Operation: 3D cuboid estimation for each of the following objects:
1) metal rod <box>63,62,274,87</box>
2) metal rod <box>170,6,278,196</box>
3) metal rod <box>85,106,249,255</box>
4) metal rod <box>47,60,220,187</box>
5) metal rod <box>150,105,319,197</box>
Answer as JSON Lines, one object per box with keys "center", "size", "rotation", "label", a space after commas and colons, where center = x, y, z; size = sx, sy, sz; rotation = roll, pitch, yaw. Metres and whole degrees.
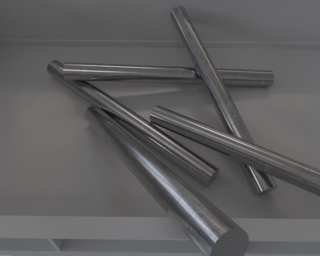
{"center": [0.017, -0.077, 0.452], "size": [0.302, 0.025, 0.025], "rotation": [1, 50, -7], "label": "metal rod"}
{"center": [0.074, -0.054, 0.415], "size": [0.025, 0.025, 0.299], "rotation": [-14, 62, -12], "label": "metal rod"}
{"center": [-0.027, 0.023, 0.293], "size": [0.025, 0.025, 0.300], "rotation": [-23, 25, -18], "label": "metal rod"}
{"center": [-0.052, -0.019, 0.419], "size": [0.300, 0.025, 0.025], "rotation": [34, 58, 25], "label": "metal rod"}
{"center": [0.116, 0.036, 0.333], "size": [0.300, 0.025, 0.025], "rotation": [24, 54, 28], "label": "metal rod"}
